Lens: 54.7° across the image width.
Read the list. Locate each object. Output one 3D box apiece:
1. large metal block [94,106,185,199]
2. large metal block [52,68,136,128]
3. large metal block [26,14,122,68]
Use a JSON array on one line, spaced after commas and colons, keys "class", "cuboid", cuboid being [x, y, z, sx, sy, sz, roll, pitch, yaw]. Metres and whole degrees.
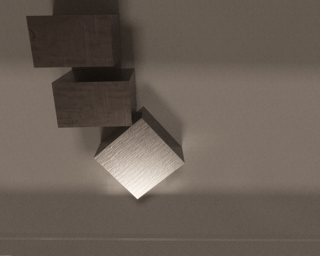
[{"class": "large metal block", "cuboid": [-0.026, 0.032, 0.409, 0.080, 0.050, 0.080, -39, 106, 13]}, {"class": "large metal block", "cuboid": [-0.072, -0.038, 0.367, 0.081, 0.080, 0.050, -1, 110, 0]}, {"class": "large metal block", "cuboid": [-0.088, -0.099, 0.344, 0.081, 0.080, 0.050, -1, 110, 0]}]
